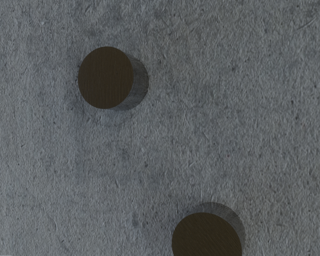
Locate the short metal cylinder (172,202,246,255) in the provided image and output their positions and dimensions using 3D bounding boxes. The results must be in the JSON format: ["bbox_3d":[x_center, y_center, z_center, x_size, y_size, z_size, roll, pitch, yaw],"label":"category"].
[{"bbox_3d":[0.060,0.135,0.374,0.080,0.050,0.080,0,90,20],"label":"short metal cylinder"}]

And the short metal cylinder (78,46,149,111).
[{"bbox_3d":[-0.062,-0.064,0.417,0.080,0.050,0.080,0,90,20],"label":"short metal cylinder"}]
